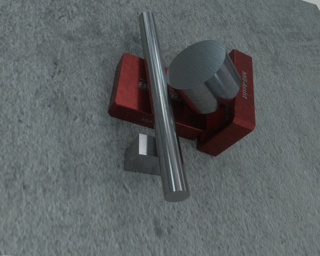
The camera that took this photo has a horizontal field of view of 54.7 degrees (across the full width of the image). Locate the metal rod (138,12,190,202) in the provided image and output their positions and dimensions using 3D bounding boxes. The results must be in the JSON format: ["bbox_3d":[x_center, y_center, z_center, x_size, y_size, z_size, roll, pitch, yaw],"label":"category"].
[{"bbox_3d":[-0.002,-0.052,0.387,0.025,0.025,0.300,10,48,-23],"label":"metal rod"}]

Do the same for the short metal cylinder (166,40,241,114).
[{"bbox_3d":[0.055,-0.065,0.394,0.050,0.080,0.080,46,41,-41],"label":"short metal cylinder"}]

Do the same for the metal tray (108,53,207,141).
[{"bbox_3d":[0.001,-0.042,0.429,0.131,0.030,0.090,17,55,-19],"label":"metal tray"}]

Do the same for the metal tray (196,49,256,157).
[{"bbox_3d":[0.091,-0.036,0.436,0.030,0.090,0.130,21,54,-16],"label":"metal tray"}]

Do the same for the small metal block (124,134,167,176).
[{"bbox_3d":[-0.010,0.033,0.364,0.050,0.050,0.025,12,57,-22],"label":"small metal block"}]
